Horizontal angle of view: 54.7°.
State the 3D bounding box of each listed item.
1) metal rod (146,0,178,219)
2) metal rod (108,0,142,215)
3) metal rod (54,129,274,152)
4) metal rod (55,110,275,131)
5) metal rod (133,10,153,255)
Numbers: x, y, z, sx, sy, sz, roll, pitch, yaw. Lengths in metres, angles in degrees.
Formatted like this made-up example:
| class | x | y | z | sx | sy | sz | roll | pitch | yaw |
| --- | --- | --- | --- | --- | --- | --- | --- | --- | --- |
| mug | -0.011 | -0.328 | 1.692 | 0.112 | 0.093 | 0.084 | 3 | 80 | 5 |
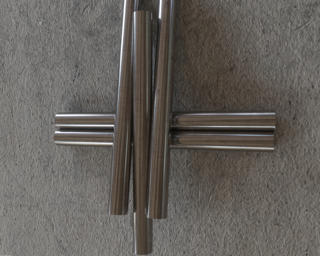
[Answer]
| class | x | y | z | sx | sy | sz | roll | pitch | yaw |
| --- | --- | --- | --- | --- | --- | --- | --- | --- | --- |
| metal rod | 0.004 | -0.042 | 0.385 | 0.025 | 0.025 | 0.298 | 0 | 82 | 19 |
| metal rod | -0.044 | -0.042 | 0.402 | 0.025 | 0.025 | 0.298 | 0 | 82 | 19 |
| metal rod | -0.008 | 0.015 | 0.413 | 0.301 | 0.025 | 0.025 | 0 | 90 | 19 |
| metal rod | -0.007 | -0.010 | 0.413 | 0.301 | 0.025 | 0.025 | 0 | 90 | 19 |
| metal rod | -0.022 | 0.005 | 0.390 | 0.025 | 0.025 | 0.298 | 0 | 90 | 19 |
